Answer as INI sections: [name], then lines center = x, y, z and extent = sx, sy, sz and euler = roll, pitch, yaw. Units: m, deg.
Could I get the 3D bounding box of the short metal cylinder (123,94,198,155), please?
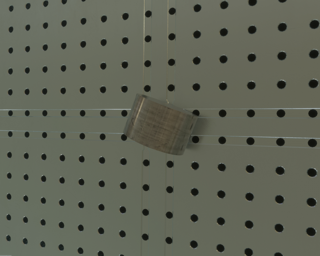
[short metal cylinder]
center = 0.001, -0.005, 0.383
extent = 0.080, 0.080, 0.050
euler = 23, 98, 18
